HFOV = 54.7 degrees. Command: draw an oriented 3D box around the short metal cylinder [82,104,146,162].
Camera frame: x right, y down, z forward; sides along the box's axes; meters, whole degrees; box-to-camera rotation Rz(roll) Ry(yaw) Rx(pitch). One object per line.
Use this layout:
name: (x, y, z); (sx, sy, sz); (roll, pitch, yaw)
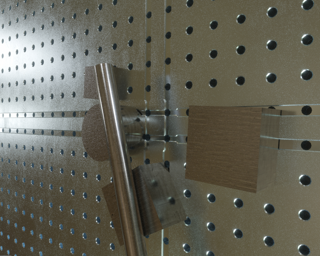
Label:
short metal cylinder: (-0.068, 0.006, 0.446); (0.080, 0.050, 0.079); (0, 90, 39)

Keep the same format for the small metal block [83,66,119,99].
small metal block: (-0.092, -0.070, 0.483); (0.050, 0.025, 0.050); (6, 94, 39)

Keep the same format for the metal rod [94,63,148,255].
metal rod: (-0.045, 0.065, 0.378); (0.025, 0.025, 0.298); (-19, 78, 38)

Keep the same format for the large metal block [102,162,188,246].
large metal block: (-0.022, 0.099, 0.409); (0.080, 0.050, 0.080); (-34, 69, 34)

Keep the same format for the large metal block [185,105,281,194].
large metal block: (0.076, 0.018, 0.329); (0.080, 0.050, 0.079); (5, 93, 39)
